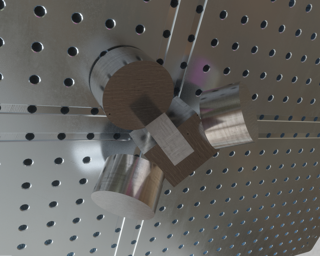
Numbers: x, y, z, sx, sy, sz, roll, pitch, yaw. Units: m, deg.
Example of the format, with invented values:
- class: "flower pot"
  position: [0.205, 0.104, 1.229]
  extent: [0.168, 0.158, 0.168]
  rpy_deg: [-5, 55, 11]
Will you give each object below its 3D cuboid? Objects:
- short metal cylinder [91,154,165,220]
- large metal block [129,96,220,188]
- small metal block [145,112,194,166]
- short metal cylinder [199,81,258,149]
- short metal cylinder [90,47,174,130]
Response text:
- class: "short metal cylinder"
  position: [-0.039, 0.075, 0.389]
  extent: [0.080, 0.050, 0.080]
  rpy_deg: [12, 145, 9]
- class: "large metal block"
  position: [0.020, 0.019, 0.410]
  extent: [0.080, 0.050, 0.080]
  rpy_deg: [-39, 130, -2]
- class: "small metal block"
  position: [0.010, 0.013, 0.340]
  extent: [0.025, 0.050, 0.050]
  rpy_deg: [-37, 86, -1]
- class: "short metal cylinder"
  position: [0.091, -0.016, 0.402]
  extent: [0.050, 0.080, 0.080]
  rpy_deg: [-13, 136, 28]
- class: "short metal cylinder"
  position: [-0.032, -0.045, 0.346]
  extent: [0.081, 0.050, 0.079]
  rpy_deg: [-14, 124, -21]
